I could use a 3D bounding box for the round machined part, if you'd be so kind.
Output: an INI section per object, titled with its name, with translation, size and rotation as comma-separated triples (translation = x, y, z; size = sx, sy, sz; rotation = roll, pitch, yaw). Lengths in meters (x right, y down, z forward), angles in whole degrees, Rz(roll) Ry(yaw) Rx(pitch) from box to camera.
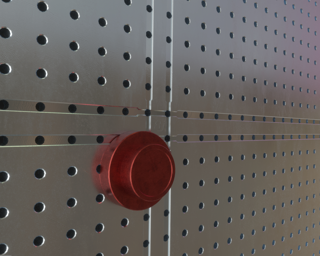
[round machined part]
translation = -0.020, 0.052, 0.381
size = 0.099, 0.042, 0.097
rotation = 0, 90, -40
